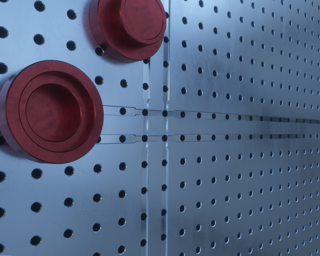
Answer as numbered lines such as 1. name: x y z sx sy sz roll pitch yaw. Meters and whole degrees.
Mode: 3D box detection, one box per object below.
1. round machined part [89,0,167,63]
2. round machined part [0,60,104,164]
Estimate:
1. round machined part: -0.031 -0.131 0.374 0.099 0.042 0.097 0 90 -40
2. round machined part: -0.108 -0.014 0.304 0.099 0.042 0.097 6 82 -46
